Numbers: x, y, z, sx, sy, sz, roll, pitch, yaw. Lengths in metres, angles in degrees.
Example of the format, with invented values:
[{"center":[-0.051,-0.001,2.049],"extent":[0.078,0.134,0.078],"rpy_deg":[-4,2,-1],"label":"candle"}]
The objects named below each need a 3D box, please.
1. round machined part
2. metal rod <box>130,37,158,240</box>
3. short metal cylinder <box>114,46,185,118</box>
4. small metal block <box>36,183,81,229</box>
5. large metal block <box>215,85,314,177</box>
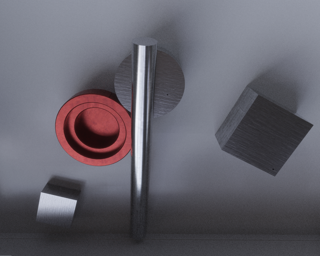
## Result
[{"center":[-0.078,-0.004,0.397],"extent":[0.099,0.042,0.097],"rpy_deg":[1,113,2],"label":"round machined part"},{"center":[-0.024,0.038,0.386],"extent":[0.025,0.025,0.298],"rpy_deg":[3,125,-2],"label":"metal rod"},{"center":[-0.012,-0.058,0.377],"extent":[0.081,0.050,0.079],"rpy_deg":[0,110,-1],"label":"short metal cylinder"},{"center":[-0.148,0.113,0.451],"extent":[0.050,0.025,0.050],"rpy_deg":[15,109,-6],"label":"small metal block"},{"center":[0.131,0.003,0.401],"extent":[0.080,0.050,0.080],"rpy_deg":[27,108,-10],"label":"large metal block"}]
